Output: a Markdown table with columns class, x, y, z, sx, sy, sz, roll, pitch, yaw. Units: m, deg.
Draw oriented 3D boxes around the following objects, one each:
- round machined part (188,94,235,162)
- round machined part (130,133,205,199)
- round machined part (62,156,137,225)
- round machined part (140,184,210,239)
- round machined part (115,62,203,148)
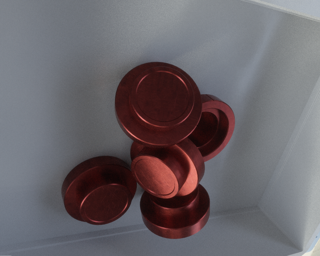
| class | x | y | z | sx | sy | sz | roll | pitch | yaw |
| --- | --- | --- | --- | --- | --- | --- | --- | --- | --- |
| round machined part | 0.050 | -0.002 | 0.423 | 0.099 | 0.042 | 0.097 | -14 | 124 | -21 |
| round machined part | 0.003 | 0.050 | 0.390 | 0.042 | 0.098 | 0.097 | -47 | 141 | -44 |
| round machined part | -0.076 | 0.089 | 0.411 | 0.099 | 0.042 | 0.097 | -14 | 124 | -21 |
| round machined part | 0.020 | 0.101 | 0.435 | 0.099 | 0.098 | 0.042 | -18 | 126 | -18 |
| round machined part | 0.000 | -0.029 | 0.343 | 0.099 | 0.042 | 0.098 | 2 | 76 | -9 |
